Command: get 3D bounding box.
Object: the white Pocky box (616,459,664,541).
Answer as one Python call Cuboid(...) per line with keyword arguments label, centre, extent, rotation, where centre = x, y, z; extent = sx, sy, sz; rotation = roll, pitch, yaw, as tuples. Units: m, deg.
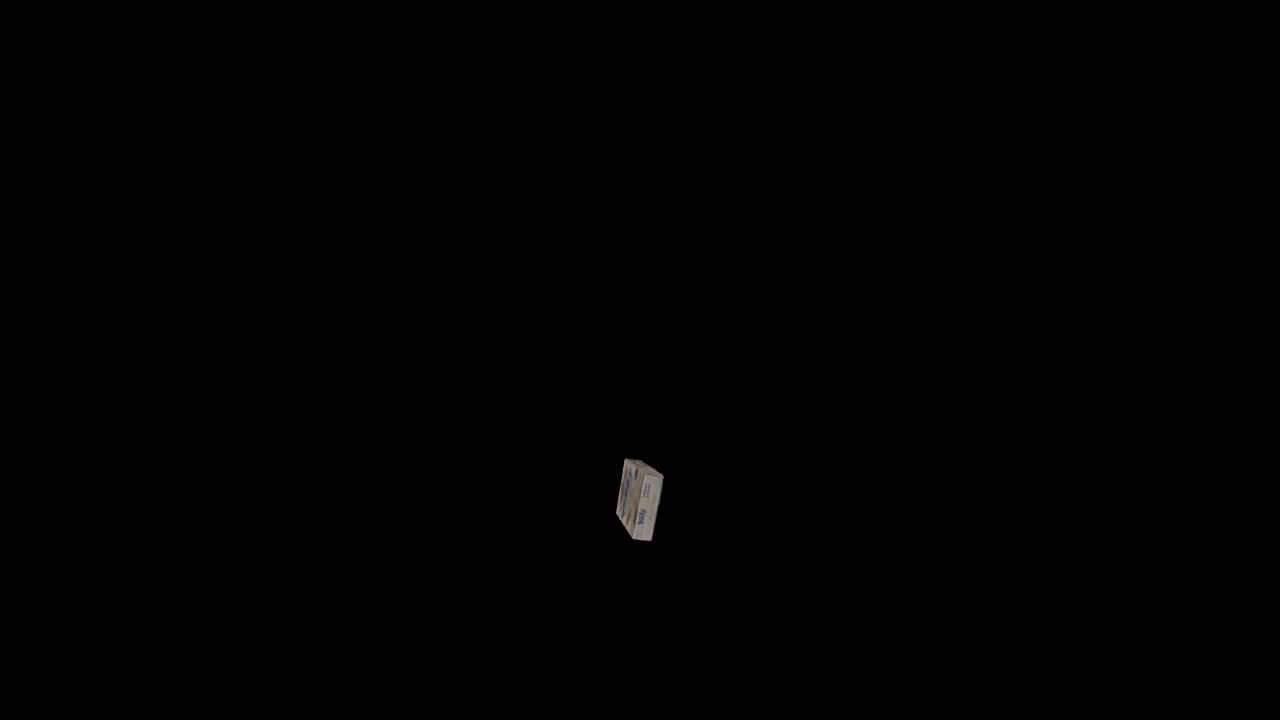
Cuboid(label="white Pocky box", centre=(-0.003, 0.182, 0.822), extent=(0.028, 0.084, 0.154), rotation=(11, -4, -10))
